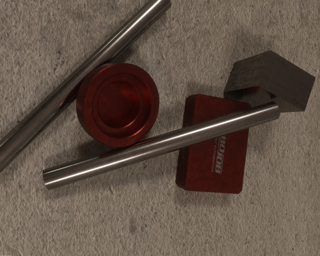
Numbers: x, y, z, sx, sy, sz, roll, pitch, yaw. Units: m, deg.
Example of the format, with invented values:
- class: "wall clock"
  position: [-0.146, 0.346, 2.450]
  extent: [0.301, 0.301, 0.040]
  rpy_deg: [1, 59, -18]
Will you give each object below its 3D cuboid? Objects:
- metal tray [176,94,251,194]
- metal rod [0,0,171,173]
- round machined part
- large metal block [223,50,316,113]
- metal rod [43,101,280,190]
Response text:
- class: "metal tray"
  position: [0.076, 0.023, 0.436]
  extent: [0.091, 0.030, 0.129]
  rpy_deg: [8, 87, -20]
- class: "metal rod"
  position: [-0.092, -0.062, 0.375]
  extent: [0.025, 0.025, 0.301]
  rpy_deg: [46, 75, -15]
- class: "round machined part"
  position: [-0.053, -0.029, 0.371]
  extent: [0.099, 0.042, 0.097]
  rpy_deg: [-10, 107, -33]
- class: "large metal block"
  position: [0.152, -0.060, 0.438]
  extent: [0.080, 0.080, 0.050]
  rpy_deg: [24, 82, -19]
- class: "metal rod"
  position: [0.010, 0.018, 0.387]
  extent: [0.302, 0.025, 0.025]
  rpy_deg: [-16, 96, -10]
